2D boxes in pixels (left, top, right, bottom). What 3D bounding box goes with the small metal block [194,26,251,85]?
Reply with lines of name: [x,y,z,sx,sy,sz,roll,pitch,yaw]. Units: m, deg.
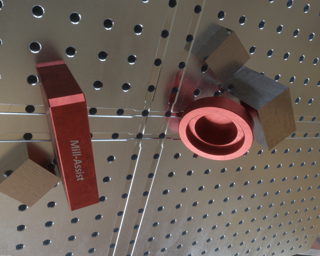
small metal block: [0.081,-0.093,0.400,0.050,0.025,0.050,-46,130,4]

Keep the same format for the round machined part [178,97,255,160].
round machined part: [0.078,-0.004,0.420,0.098,0.042,0.097,11,135,12]

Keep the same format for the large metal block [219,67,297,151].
large metal block: [0.137,-0.028,0.435,0.050,0.080,0.080,-36,130,-6]

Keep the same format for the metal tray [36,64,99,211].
metal tray: [-0.096,0.009,0.323,0.030,0.090,0.129,-14,124,-21]

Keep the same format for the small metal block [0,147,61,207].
small metal block: [-0.154,0.058,0.364,0.050,0.025,0.050,-42,130,0]
